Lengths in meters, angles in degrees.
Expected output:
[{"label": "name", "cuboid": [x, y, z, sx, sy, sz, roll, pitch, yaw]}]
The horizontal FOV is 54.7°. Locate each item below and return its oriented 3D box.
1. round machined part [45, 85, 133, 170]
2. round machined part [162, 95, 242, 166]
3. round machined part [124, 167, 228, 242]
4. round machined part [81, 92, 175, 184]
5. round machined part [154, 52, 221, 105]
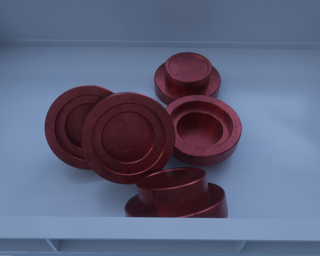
[{"label": "round machined part", "cuboid": [-0.084, -0.003, 0.372, 0.099, 0.097, 0.042, -12, 11, -11]}, {"label": "round machined part", "cuboid": [0.049, 0.007, 0.389, 0.099, 0.042, 0.098, 1, 50, 0]}, {"label": "round machined part", "cuboid": [0.014, 0.067, 0.302, 0.099, 0.042, 0.098, -9, 7, 1]}, {"label": "round machined part", "cuboid": [-0.036, 0.009, 0.341, 0.099, 0.097, 0.042, -12, 11, -11]}, {"label": "round machined part", "cuboid": [0.041, -0.075, 0.458, 0.099, 0.042, 0.098, 0, 50, 0]}]
